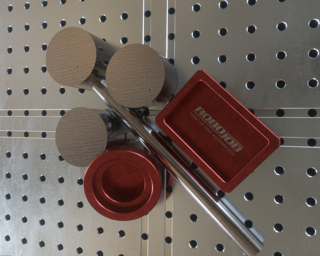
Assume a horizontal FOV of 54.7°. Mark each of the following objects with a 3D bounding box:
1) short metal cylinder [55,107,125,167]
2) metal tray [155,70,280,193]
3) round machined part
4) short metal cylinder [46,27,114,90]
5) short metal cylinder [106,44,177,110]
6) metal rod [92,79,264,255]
[{"bbox_3d":[-0.097,0.012,0.433,0.080,0.050,0.080,0,90,20],"label":"short metal cylinder"},{"bbox_3d":[0.069,0.003,0.384,0.130,0.030,0.090,45,104,14],"label":"metal tray"},{"bbox_3d":[-0.047,0.068,0.409,0.099,0.042,0.097,0,105,1],"label":"round machined part"},{"bbox_3d":[-0.112,-0.096,0.439,0.080,0.050,0.080,0,90,20],"label":"short metal cylinder"},{"bbox_3d":[-0.023,-0.065,0.407,0.080,0.050,0.080,0,90,20],"label":"short metal cylinder"},{"bbox_3d":[0.014,0.043,0.408,0.300,0.025,0.025,46,104,14],"label":"metal rod"}]
